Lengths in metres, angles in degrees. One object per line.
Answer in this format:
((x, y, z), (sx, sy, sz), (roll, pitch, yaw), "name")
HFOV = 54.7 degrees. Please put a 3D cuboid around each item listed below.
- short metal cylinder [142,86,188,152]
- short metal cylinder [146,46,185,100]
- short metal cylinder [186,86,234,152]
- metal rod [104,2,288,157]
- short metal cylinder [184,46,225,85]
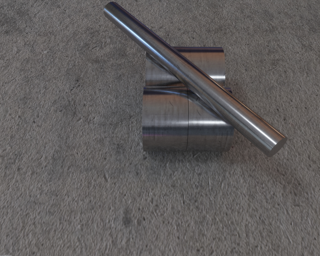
((0.006, -0.011, 0.378), (0.050, 0.080, 0.080), (1, 50, 0), "short metal cylinder")
((0.007, -0.073, 0.430), (0.050, 0.080, 0.080), (1, 50, 0), "short metal cylinder")
((0.057, -0.011, 0.379), (0.050, 0.080, 0.080), (1, 50, 0), "short metal cylinder")
((0.020, -0.075, 0.364), (0.025, 0.025, 0.300), (-29, 56, -22), "metal rod")
((0.058, -0.072, 0.430), (0.050, 0.080, 0.080), (1, 50, 0), "short metal cylinder")
